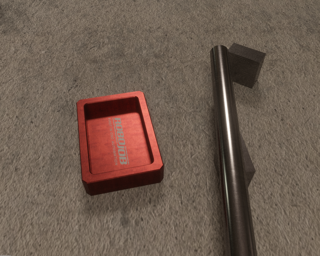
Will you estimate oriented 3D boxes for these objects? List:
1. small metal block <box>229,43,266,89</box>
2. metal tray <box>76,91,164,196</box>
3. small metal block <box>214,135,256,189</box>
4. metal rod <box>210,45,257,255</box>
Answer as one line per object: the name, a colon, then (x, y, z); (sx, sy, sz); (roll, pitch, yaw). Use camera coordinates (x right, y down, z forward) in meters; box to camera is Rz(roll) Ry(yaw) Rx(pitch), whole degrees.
small metal block: (0.125, -0.094, 0.468); (0.050, 0.050, 0.025); (26, 55, 19)
metal tray: (-0.053, 0.013, 0.387); (0.091, 0.030, 0.130); (-9, 51, -9)
small metal block: (0.083, 0.042, 0.353); (0.025, 0.050, 0.050); (-6, 50, -5)
metal rod: (0.073, 0.010, 0.330); (0.025, 0.025, 0.300); (3, 50, 2)
